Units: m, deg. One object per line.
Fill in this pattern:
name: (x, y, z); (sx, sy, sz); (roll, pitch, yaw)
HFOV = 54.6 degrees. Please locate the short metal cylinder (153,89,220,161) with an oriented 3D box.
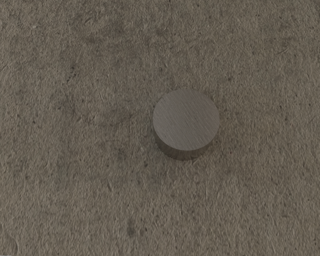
short metal cylinder: (0.032, -0.003, 0.396); (0.080, 0.050, 0.080); (0, 70, 0)
